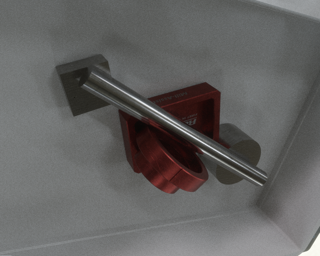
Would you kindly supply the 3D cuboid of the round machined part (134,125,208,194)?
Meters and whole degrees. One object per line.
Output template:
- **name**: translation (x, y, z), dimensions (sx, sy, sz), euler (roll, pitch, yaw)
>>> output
- **round machined part**: translation (0.008, 0.040, 0.374), dimensions (0.098, 0.098, 0.042), euler (31, 109, -38)

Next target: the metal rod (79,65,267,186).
- **metal rod**: translation (0.038, 0.012, 0.384), dimensions (0.301, 0.025, 0.025), euler (30, 102, -32)

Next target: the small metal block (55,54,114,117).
- **small metal block**: translation (-0.079, -0.047, 0.336), dimensions (0.050, 0.025, 0.050), euler (-20, 127, -17)

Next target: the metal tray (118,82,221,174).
- **metal tray**: translation (0.017, -0.001, 0.413), dimensions (0.131, 0.030, 0.089), euler (-18, 126, -19)

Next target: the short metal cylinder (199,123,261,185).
- **short metal cylinder**: translation (0.106, 0.040, 0.475), dimensions (0.081, 0.050, 0.079), euler (-14, 125, -21)
